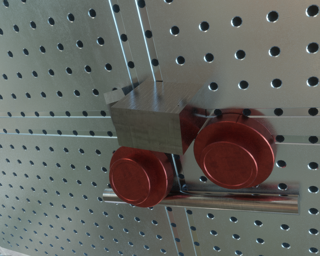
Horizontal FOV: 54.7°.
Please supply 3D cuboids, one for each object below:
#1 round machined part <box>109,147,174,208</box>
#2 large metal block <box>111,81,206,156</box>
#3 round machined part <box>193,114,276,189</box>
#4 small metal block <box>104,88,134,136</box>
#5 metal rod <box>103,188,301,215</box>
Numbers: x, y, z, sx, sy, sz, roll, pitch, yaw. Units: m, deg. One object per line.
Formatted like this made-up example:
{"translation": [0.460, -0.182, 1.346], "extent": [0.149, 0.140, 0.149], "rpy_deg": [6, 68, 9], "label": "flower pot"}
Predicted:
{"translation": [-0.034, 0.070, 0.446], "extent": [0.098, 0.042, 0.097], "rpy_deg": [8, 107, 27], "label": "round machined part"}
{"translation": [0.002, -0.016, 0.365], "extent": [0.080, 0.080, 0.050], "rpy_deg": [7, 122, 24], "label": "large metal block"}
{"translation": [0.087, 0.035, 0.376], "extent": [0.098, 0.042, 0.097], "rpy_deg": [13, 124, 21], "label": "round machined part"}
{"translation": [-0.053, -0.019, 0.408], "extent": [0.025, 0.050, 0.050], "rpy_deg": [-18, 115, -7], "label": "small metal block"}
{"translation": [0.041, 0.104, 0.454], "extent": [0.300, 0.025, 0.025], "rpy_deg": [-4, 116, 30], "label": "metal rod"}
